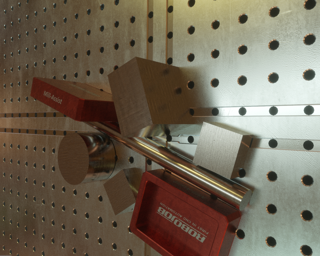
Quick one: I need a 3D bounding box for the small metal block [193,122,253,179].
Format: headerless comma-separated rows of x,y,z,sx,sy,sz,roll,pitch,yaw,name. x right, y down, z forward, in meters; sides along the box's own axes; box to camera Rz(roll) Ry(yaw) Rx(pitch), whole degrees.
0.070,0.024,0.351,0.050,0.025,0.050,22,104,38,small metal block

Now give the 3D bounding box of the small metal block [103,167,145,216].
-0.050,0.092,0.452,0.050,0.025,0.050,-39,66,33,small metal block

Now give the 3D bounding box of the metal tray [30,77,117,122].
-0.120,-0.043,0.465,0.130,0.091,0.030,24,105,37,metal tray

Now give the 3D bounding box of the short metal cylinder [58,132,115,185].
-0.116,0.046,0.488,0.080,0.050,0.080,0,90,40,short metal cylinder

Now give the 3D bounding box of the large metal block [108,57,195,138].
-0.010,-0.034,0.383,0.050,0.081,0.080,-23,75,38,large metal block

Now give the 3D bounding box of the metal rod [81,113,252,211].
-0.017,0.027,0.423,0.300,0.025,0.025,25,106,37,metal rod

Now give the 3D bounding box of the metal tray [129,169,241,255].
0.025,0.117,0.385,0.130,0.030,0.089,23,105,37,metal tray
